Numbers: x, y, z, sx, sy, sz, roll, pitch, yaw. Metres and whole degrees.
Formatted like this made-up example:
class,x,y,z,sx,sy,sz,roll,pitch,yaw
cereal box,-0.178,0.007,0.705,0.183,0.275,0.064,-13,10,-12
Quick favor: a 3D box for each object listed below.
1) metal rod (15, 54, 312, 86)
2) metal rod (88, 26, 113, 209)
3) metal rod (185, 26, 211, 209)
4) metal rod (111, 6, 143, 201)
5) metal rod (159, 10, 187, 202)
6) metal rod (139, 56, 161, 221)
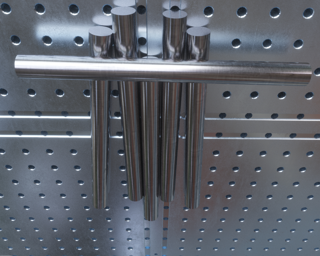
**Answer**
class,x,y,z,sx,sy,sz,roll,pitch,yaw
metal rod,0.005,-0.061,0.327,0.302,0.025,0.025,1,130,-2
metal rod,-0.081,0.011,0.419,0.025,0.025,0.298,5,130,-5
metal rod,0.047,0.012,0.422,0.025,0.025,0.298,-2,130,1
metal rod,-0.038,-0.004,0.408,0.025,0.025,0.298,0,130,0
metal rod,0.013,-0.002,0.411,0.025,0.025,0.298,0,130,-1
metal rod,-0.013,0.039,0.444,0.025,0.025,0.298,0,131,-1
